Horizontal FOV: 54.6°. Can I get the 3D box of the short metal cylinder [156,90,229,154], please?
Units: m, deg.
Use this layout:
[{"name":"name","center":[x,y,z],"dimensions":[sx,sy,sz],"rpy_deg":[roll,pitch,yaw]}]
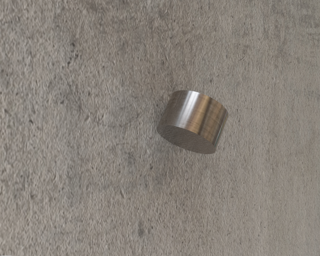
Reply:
[{"name":"short metal cylinder","center":[0.042,-0.006,0.403],"dimensions":[0.080,0.080,0.050],"rpy_deg":[36,68,-34]}]
